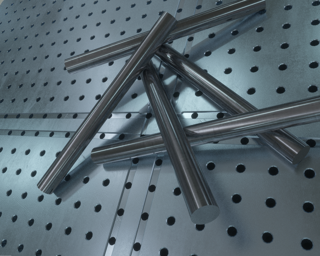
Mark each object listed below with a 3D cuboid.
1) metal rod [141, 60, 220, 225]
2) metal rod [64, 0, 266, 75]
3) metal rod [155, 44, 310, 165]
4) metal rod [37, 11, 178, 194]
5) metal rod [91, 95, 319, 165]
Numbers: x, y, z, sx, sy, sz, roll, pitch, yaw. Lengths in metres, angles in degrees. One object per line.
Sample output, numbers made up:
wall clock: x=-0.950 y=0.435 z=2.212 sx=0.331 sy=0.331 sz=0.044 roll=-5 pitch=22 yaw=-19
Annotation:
metal rod: x=0.005 y=-0.017 z=0.370 sx=0.025 sy=0.025 sz=0.300 roll=-30 pitch=38 yaw=8
metal rod: x=0.004 y=-0.137 z=0.457 sx=0.301 sy=0.025 sz=0.025 roll=-17 pitch=54 yaw=6
metal rod: x=0.063 y=-0.057 z=0.409 sx=0.025 sy=0.025 sz=0.300 roll=-43 pitch=51 yaw=-1
metal rod: x=-0.074 y=-0.034 z=0.435 sx=0.025 sy=0.025 sz=0.299 roll=38 pitch=92 yaw=38
metal rod: x=0.042 y=0.008 z=0.358 sx=0.300 sy=0.025 sz=0.025 roll=-14 pitch=56 yaw=28
